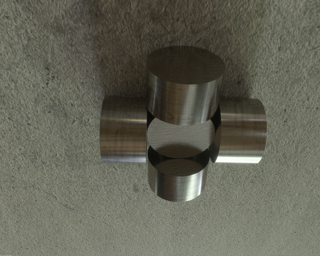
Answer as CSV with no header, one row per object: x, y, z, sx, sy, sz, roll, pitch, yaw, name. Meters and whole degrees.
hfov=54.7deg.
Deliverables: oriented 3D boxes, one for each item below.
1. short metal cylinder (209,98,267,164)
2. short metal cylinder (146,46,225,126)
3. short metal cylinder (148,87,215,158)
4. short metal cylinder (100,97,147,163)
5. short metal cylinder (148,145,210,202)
0.090,0.003,0.377,0.050,0.080,0.079,2,130,-2,short metal cylinder
0.025,-0.047,0.332,0.081,0.080,0.050,1,130,-2,short metal cylinder
0.025,-0.008,0.386,0.081,0.050,0.079,0,130,0,short metal cylinder
-0.041,0.002,0.375,0.050,0.080,0.079,2,130,-2,short metal cylinder
0.024,0.052,0.417,0.081,0.080,0.050,0,130,-1,short metal cylinder
